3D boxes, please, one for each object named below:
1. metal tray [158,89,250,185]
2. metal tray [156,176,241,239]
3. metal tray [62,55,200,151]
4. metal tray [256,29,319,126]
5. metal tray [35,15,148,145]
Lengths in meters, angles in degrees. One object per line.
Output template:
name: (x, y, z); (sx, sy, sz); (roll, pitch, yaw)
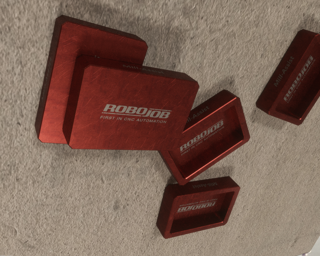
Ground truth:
metal tray: (0.063, 0.015, 0.448); (0.131, 0.030, 0.090); (-33, 129, -7)
metal tray: (0.065, 0.132, 0.523); (0.131, 0.030, 0.089); (-3, 120, -28)
metal tray: (-0.030, -0.021, 0.336); (0.131, 0.030, 0.089); (4, 117, -31)
metal tray: (0.217, -0.074, 0.479); (0.091, 0.030, 0.129); (14, 111, -35)
metal tray: (-0.076, -0.044, 0.336); (0.091, 0.030, 0.129); (6, 115, -32)
